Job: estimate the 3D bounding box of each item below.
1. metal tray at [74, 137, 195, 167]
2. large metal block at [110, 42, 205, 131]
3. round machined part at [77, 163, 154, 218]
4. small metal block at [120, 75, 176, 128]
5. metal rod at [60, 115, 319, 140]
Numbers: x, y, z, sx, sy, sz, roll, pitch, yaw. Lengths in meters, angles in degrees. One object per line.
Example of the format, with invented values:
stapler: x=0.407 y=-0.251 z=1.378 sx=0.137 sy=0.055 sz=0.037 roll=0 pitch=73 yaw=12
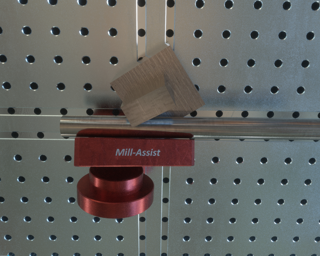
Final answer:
metal tray: x=-0.034 y=0.028 z=0.372 sx=0.131 sy=0.090 sz=0.030 roll=2 pitch=87 yaw=-14
large metal block: x=-0.002 y=-0.048 z=0.382 sx=0.080 sy=0.050 sz=0.080 roll=-31 pitch=108 yaw=10
round machined part: x=-0.057 y=0.071 z=0.400 sx=0.099 sy=0.098 sz=0.042 roll=3 pitch=107 yaw=-2
small metal block: x=-0.012 y=-0.030 z=0.336 sx=0.050 sy=0.050 sz=0.025 roll=-26 pitch=109 yaw=9
metal rod: x=0.039 y=0.000 z=0.360 sx=0.302 sy=0.025 sz=0.025 roll=1 pitch=110 yaw=-1
